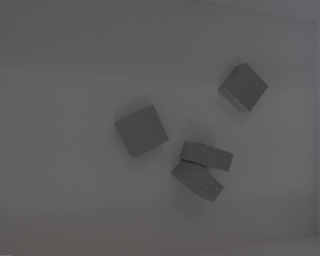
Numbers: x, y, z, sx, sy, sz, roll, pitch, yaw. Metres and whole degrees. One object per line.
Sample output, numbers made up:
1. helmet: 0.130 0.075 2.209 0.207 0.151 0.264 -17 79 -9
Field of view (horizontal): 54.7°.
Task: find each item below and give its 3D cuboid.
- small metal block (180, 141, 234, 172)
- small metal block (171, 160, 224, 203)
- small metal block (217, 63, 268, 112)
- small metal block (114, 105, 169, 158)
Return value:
1. small metal block: 0.062 0.038 0.420 0.050 0.050 0.025 18 84 -19
2. small metal block: 0.049 0.070 0.415 0.050 0.050 0.025 42 77 -15
3. small metal block: 0.122 -0.058 0.455 0.050 0.025 0.050 42 77 -15
4. small metal block: -0.024 0.004 0.402 0.050 0.025 0.050 -27 99 -18
